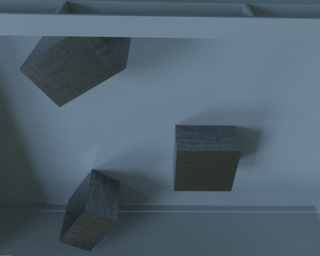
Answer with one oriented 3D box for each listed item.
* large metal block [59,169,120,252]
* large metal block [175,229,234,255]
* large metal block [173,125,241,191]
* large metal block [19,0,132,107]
[{"bbox_3d":[-0.105,0.125,0.472,0.050,0.080,0.080,29,118,-22],"label":"large metal block"},{"bbox_3d":[0.078,0.215,0.558,0.081,0.050,0.080,11,158,-10],"label":"large metal block"},{"bbox_3d":[0.061,0.043,0.429,0.081,0.050,0.079,0,130,-1],"label":"large metal block"},{"bbox_3d":[-0.078,-0.078,0.306,0.080,0.080,0.050,-26,126,20],"label":"large metal block"}]
